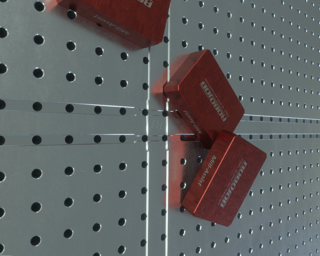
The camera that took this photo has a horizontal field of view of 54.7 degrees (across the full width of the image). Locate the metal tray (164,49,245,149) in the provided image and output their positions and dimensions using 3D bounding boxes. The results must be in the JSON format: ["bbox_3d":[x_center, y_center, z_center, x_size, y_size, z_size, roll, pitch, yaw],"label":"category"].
[{"bbox_3d":[0.072,-0.040,0.469,0.130,0.030,0.090,52,59,-28],"label":"metal tray"}]

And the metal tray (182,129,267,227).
[{"bbox_3d":[0.099,0.078,0.468,0.090,0.030,0.130,29,89,-37],"label":"metal tray"}]

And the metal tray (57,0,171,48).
[{"bbox_3d":[-0.047,-0.163,0.368,0.131,0.030,0.090,18,79,-39],"label":"metal tray"}]
